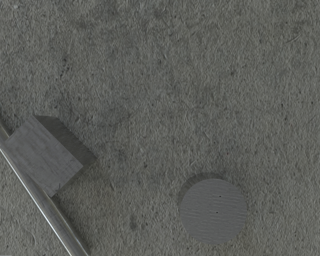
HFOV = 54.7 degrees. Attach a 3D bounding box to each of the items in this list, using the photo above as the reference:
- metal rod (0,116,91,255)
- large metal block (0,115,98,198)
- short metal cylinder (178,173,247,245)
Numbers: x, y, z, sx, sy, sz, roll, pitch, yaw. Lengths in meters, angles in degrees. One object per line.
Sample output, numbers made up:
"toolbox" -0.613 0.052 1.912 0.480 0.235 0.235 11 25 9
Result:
"metal rod" -0.184 0.047 0.408 0.025 0.025 0.299 -34 90 0
"large metal block" -0.130 0.031 0.381 0.050 0.080 0.080 -45 90 0
"short metal cylinder" 0.065 0.101 0.398 0.081 0.050 0.079 0 90 0
